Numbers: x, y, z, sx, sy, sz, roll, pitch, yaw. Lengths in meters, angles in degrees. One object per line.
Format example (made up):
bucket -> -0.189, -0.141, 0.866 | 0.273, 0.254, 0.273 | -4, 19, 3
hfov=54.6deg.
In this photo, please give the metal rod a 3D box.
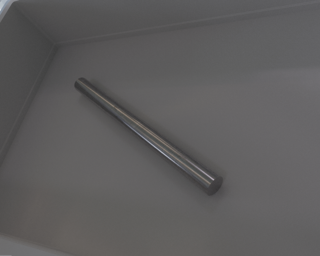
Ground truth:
metal rod -> -0.036, -0.005, 0.428 | 0.025, 0.025, 0.300 | -49, 51, -7
